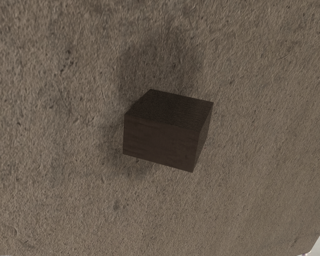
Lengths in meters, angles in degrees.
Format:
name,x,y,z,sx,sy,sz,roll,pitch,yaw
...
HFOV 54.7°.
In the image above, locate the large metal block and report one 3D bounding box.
name,x,y,z,sx,sy,sz,roll,pitch,yaw
large metal block,0.011,-0.001,0.357,0.080,0.080,0.050,14,120,13
